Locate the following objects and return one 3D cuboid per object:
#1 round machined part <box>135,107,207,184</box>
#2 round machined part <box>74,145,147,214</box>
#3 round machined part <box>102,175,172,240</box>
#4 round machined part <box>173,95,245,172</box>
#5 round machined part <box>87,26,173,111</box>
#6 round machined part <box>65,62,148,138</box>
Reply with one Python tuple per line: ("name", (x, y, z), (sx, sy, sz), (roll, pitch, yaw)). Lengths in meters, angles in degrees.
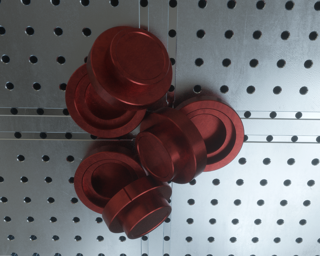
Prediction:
("round machined part", (0.006, 0.027, 0.382), (0.042, 0.098, 0.098), (-29, 114, -35))
("round machined part", (-0.065, 0.068, 0.428), (0.099, 0.042, 0.097), (0, 110, 0))
("round machined part", (-0.023, 0.110, 0.414), (0.099, 0.042, 0.098), (-28, 148, -19))
("round machined part", (0.056, 0.005, 0.406), (0.099, 0.042, 0.097), (0, 110, 0))
("round machined part", (-0.028, -0.072, 0.348), (0.099, 0.042, 0.098), (8, 71, -24))
("round machined part", (-0.063, -0.040, 0.388), (0.099, 0.042, 0.097), (0, 110, 0))
